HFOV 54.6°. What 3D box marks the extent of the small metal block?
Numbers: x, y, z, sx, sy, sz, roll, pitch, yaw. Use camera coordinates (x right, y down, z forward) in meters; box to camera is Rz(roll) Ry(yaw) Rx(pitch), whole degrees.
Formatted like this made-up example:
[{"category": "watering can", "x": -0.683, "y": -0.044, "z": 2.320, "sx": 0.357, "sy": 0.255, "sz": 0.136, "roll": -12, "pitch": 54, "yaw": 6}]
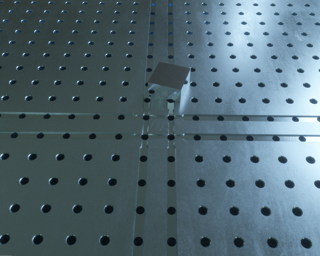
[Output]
[{"category": "small metal block", "x": 0.015, "y": -0.070, "z": 0.467, "sx": 0.050, "sy": 0.025, "sz": 0.050, "roll": 15, "pitch": 52, "yaw": 12}]
